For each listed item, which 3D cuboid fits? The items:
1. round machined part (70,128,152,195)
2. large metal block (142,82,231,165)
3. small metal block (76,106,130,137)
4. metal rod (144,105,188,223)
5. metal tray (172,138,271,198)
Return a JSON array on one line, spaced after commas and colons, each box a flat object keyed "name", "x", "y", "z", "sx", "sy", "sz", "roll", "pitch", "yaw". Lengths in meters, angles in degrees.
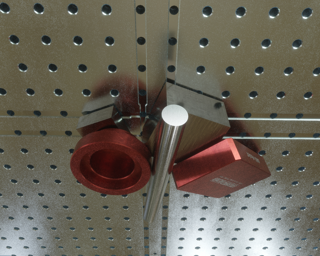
[{"name": "round machined part", "x": -0.059, "y": 0.039, "z": 0.392, "sx": 0.099, "sy": 0.042, "sz": 0.097, "roll": 2, "pitch": 131, "yaw": 2}, {"name": "large metal block", "x": 0.029, "y": -0.001, "z": 0.391, "sx": 0.081, "sy": 0.050, "sz": 0.079, "roll": 18, "pitch": 128, "yaw": -15}, {"name": "small metal block", "x": -0.074, "y": 0.004, "z": 0.410, "sx": 0.050, "sy": 0.025, "sz": 0.050, "roll": -17, "pitch": 128, "yaw": 14}, {"name": "metal rod", "x": -0.001, "y": 0.070, "z": 0.414, "sx": 0.025, "sy": 0.025, "sz": 0.298, "roll": 5, "pitch": 146, "yaw": -4}, {"name": "metal tray", "x": 0.087, "y": 0.060, "z": 0.423, "sx": 0.090, "sy": 0.030, "sz": 0.131, "roll": -31, "pitch": 149, "yaw": 24}]
